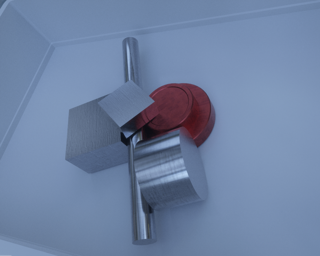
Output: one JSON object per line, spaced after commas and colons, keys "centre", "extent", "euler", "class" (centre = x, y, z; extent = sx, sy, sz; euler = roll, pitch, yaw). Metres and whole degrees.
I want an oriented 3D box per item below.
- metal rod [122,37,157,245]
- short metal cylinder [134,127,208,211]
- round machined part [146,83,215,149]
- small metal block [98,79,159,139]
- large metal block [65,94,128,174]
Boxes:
{"centre": [-0.031, -0.008, 0.396], "extent": [0.025, 0.025, 0.299], "euler": [-19, 54, 17], "class": "metal rod"}
{"centre": [0.013, 0.044, 0.333], "extent": [0.050, 0.080, 0.080], "euler": [-19, 55, 17], "class": "short metal cylinder"}
{"centre": [0.017, -0.018, 0.393], "extent": [0.098, 0.042, 0.098], "euler": [-13, 56, 20], "class": "round machined part"}
{"centre": [-0.038, -0.024, 0.375], "extent": [0.050, 0.025, 0.050], "euler": [-38, 57, -12], "class": "small metal block"}
{"centre": [-0.076, 0.006, 0.419], "extent": [0.080, 0.050, 0.080], "euler": [-19, 55, 17], "class": "large metal block"}
